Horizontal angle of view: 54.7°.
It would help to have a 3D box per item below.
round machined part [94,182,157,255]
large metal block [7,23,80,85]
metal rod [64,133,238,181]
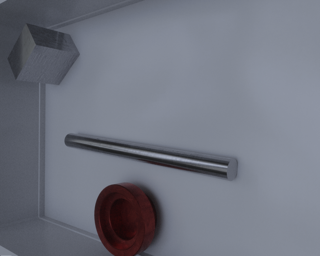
[{"bbox_3d":[-0.043,0.124,0.429,0.098,0.042,0.097,0,90,39],"label":"round machined part"},{"bbox_3d":[-0.200,-0.123,0.532,0.080,0.081,0.050,-44,64,31],"label":"large metal block"},{"bbox_3d":[-0.036,0.033,0.434,0.300,0.025,0.025,6,94,39],"label":"metal rod"}]
